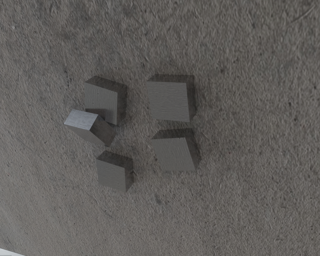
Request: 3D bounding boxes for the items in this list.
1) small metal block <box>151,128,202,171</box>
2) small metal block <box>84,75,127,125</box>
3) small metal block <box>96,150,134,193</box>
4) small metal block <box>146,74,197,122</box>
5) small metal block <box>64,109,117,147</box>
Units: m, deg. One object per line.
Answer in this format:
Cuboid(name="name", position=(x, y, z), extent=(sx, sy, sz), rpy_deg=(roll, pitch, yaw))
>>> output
Cuboid(name="small metal block", position=(0.022, 0.029, 0.413), extent=(0.050, 0.025, 0.050), rpy_deg=(-5, 116, 30))
Cuboid(name="small metal block", position=(-0.074, -0.038, 0.422), extent=(0.050, 0.025, 0.050), rpy_deg=(19, 126, 17))
Cuboid(name="small metal block", position=(-0.070, 0.068, 0.486), extent=(0.050, 0.025, 0.050), rpy_deg=(14, 125, 20))
Cuboid(name="small metal block", position=(0.015, -0.037, 0.376), extent=(0.050, 0.025, 0.050), rpy_deg=(6, 121, 25))
Cuboid(name="small metal block", position=(-0.098, 0.000, 0.440), extent=(0.050, 0.025, 0.050), rpy_deg=(12, 156, 32))
